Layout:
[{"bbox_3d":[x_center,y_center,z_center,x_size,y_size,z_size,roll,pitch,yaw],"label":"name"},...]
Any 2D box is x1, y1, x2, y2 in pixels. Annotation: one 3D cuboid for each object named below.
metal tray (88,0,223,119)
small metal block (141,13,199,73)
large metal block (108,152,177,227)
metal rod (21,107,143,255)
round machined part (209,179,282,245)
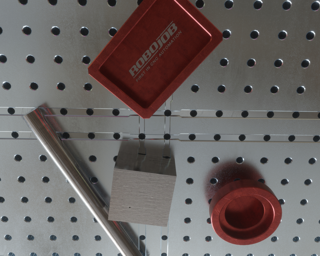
[{"bbox_3d":[-0.006,-0.086,0.352,0.090,0.030,0.130,40,105,-14],"label":"metal tray"},{"bbox_3d":[0.011,-0.102,0.376,0.050,0.025,0.050,40,105,-14],"label":"small metal block"},{"bbox_3d":[-0.025,0.085,0.431,0.081,0.050,0.079,8,110,-4],"label":"large metal block"},{"bbox_3d":[-0.099,0.102,0.449,0.025,0.025,0.299,-27,108,9],"label":"metal rod"},{"bbox_3d":[0.120,0.117,0.449,0.099,0.042,0.097,0,110,-1],"label":"round machined part"}]
